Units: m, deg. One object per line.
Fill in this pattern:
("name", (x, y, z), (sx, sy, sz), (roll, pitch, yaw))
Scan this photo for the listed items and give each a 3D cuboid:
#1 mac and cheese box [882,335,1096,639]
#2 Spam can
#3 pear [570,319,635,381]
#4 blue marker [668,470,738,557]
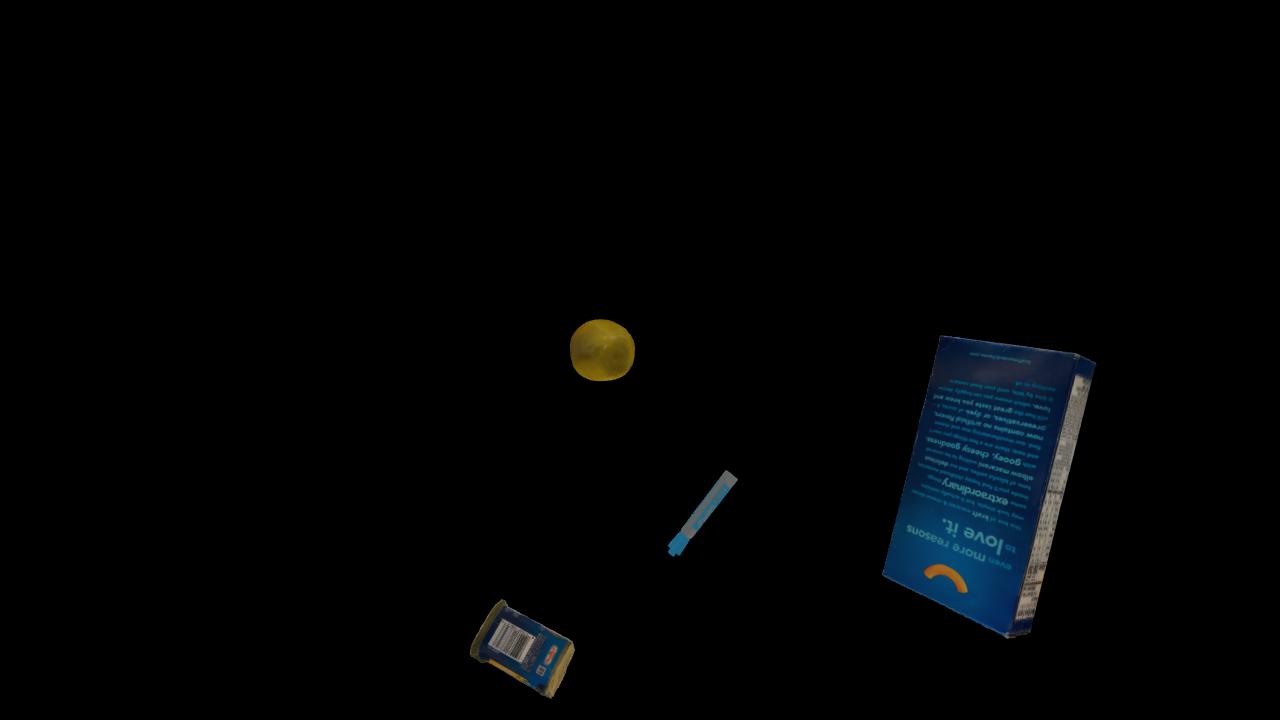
("mac and cheese box", (0.238, 0.080, 0.428), (0.041, 0.184, 0.093), (12, 2, -37))
("Spam can", (-0.116, 0.296, 0.625), (0.085, 0.058, 0.101), (24, -30, 11))
("pear", (-0.060, -0.017, 0.750), (0.080, 0.080, 0.111), (0, 12, -44))
("blue marker", (0.074, 0.186, 0.742), (0.020, 0.121, 0.020), (39, -6, 5))
